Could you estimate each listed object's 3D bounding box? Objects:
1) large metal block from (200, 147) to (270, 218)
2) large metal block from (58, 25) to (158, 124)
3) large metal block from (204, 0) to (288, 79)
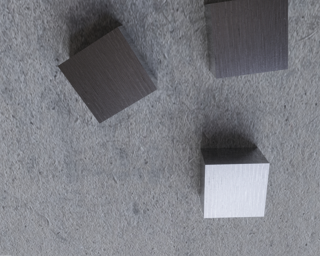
[{"bbox_3d":[0.098,0.074,0.424,0.080,0.050,0.079,-1,110,0],"label":"large metal block"},{"bbox_3d":[-0.058,-0.065,0.372,0.080,0.050,0.080,-30,108,10],"label":"large metal block"},{"bbox_3d":[0.098,-0.106,0.358,0.080,0.050,0.079,-8,110,2],"label":"large metal block"}]
